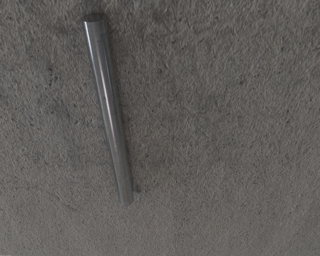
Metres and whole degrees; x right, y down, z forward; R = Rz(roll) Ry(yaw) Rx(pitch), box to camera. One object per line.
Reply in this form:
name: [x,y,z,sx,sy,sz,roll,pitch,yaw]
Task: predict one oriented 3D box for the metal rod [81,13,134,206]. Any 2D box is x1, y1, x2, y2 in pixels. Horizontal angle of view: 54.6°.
metal rod: [-0.061,0.002,0.408,0.025,0.025,0.298,-2,130,1]
